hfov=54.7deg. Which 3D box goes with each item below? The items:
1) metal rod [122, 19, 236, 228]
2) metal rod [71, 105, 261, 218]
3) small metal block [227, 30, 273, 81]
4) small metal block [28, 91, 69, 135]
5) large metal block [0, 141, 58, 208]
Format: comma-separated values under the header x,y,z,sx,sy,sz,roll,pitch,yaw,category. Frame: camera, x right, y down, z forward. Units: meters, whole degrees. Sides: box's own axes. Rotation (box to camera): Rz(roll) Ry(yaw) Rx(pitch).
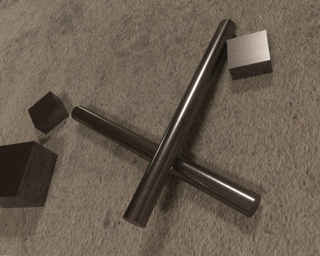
x,y,z,sx,sy,sz,roll,pitch,yaw,category
0.035,-0.025,0.376,0.025,0.025,0.300,10,59,32,metal rod
-0.017,0.027,0.394,0.300,0.025,0.025,25,75,36,metal rod
0.115,-0.093,0.400,0.050,0.025,0.050,-9,58,23,small metal block
-0.186,-0.026,0.515,0.050,0.025,0.050,-40,51,0,small metal block
-0.207,0.070,0.451,0.080,0.050,0.080,-8,58,23,large metal block
